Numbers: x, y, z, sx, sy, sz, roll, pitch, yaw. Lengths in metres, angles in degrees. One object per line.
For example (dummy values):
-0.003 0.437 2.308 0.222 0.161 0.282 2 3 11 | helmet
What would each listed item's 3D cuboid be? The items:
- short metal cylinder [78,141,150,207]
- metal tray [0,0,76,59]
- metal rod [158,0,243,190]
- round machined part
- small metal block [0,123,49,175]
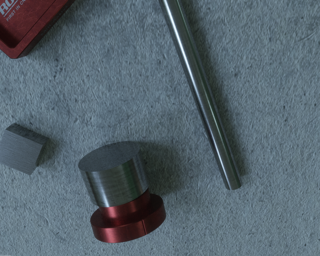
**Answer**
-0.058 0.057 0.401 0.080 0.080 0.050 -13 110 4 | short metal cylinder
-0.155 -0.154 0.348 0.130 0.030 0.090 -42 105 14 | metal tray
0.051 -0.050 0.391 0.025 0.025 0.299 -20 109 7 | metal rod
-0.044 0.107 0.411 0.098 0.098 0.042 -12 99 4 | round machined part
-0.187 0.029 0.419 0.050 0.025 0.050 25 108 -9 | small metal block
